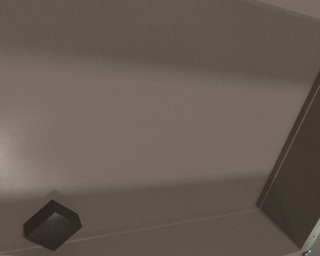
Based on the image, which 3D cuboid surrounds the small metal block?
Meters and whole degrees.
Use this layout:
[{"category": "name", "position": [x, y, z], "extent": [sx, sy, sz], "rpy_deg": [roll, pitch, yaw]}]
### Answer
[{"category": "small metal block", "position": [-0.142, 0.130, 0.413], "extent": [0.050, 0.025, 0.050], "rpy_deg": [-41, 130, 0]}]
